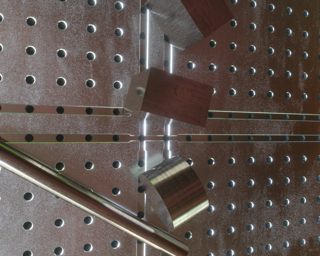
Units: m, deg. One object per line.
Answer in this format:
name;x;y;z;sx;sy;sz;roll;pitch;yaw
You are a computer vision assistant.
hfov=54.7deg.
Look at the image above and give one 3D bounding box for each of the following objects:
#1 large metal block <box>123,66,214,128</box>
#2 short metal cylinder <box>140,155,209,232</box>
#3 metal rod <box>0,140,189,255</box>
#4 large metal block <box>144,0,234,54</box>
large metal block;0.007;-0.034;0.387;0.081;0.080;0.050;14;85;-20
short metal cylinder;0.017;0.081;0.391;0.050;0.080;0.080;-27;99;-18
metal rod;-0.087;0.090;0.381;0.301;0.025;0.025;34;79;-17
large metal block;0.034;-0.151;0.397;0.050;0.080;0.080;-40;103;-16
